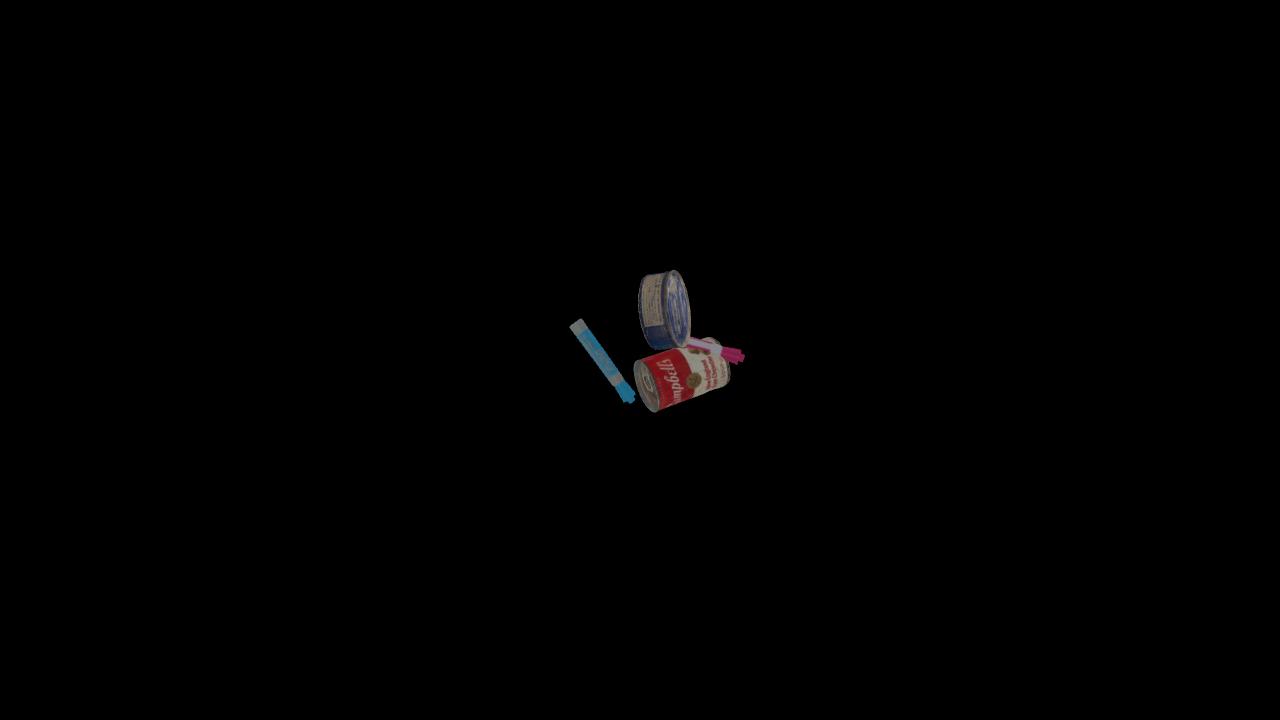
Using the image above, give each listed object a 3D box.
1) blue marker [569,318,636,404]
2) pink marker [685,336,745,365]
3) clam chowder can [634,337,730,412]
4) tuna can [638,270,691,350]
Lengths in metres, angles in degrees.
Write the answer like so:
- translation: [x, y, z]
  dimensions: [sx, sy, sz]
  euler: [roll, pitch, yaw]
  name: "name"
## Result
- translation: [-0.044, 0.003, 0.756]
  dimensions: [0.020, 0.121, 0.020]
  euler: [-36, 2, 2]
  name: "blue marker"
- translation: [0.068, -0.018, 0.751]
  dimensions: [0.121, 0.020, 0.020]
  euler: [16, 2, 7]
  name: "pink marker"
- translation: [0.052, 0.017, 0.759]
  dimensions: [0.102, 0.068, 0.068]
  euler: [-19, 6, -19]
  name: "clam chowder can"
- translation: [0.027, -0.053, 0.662]
  dimensions: [0.034, 0.084, 0.084]
  euler: [-6, -2, 21]
  name: "tuna can"
